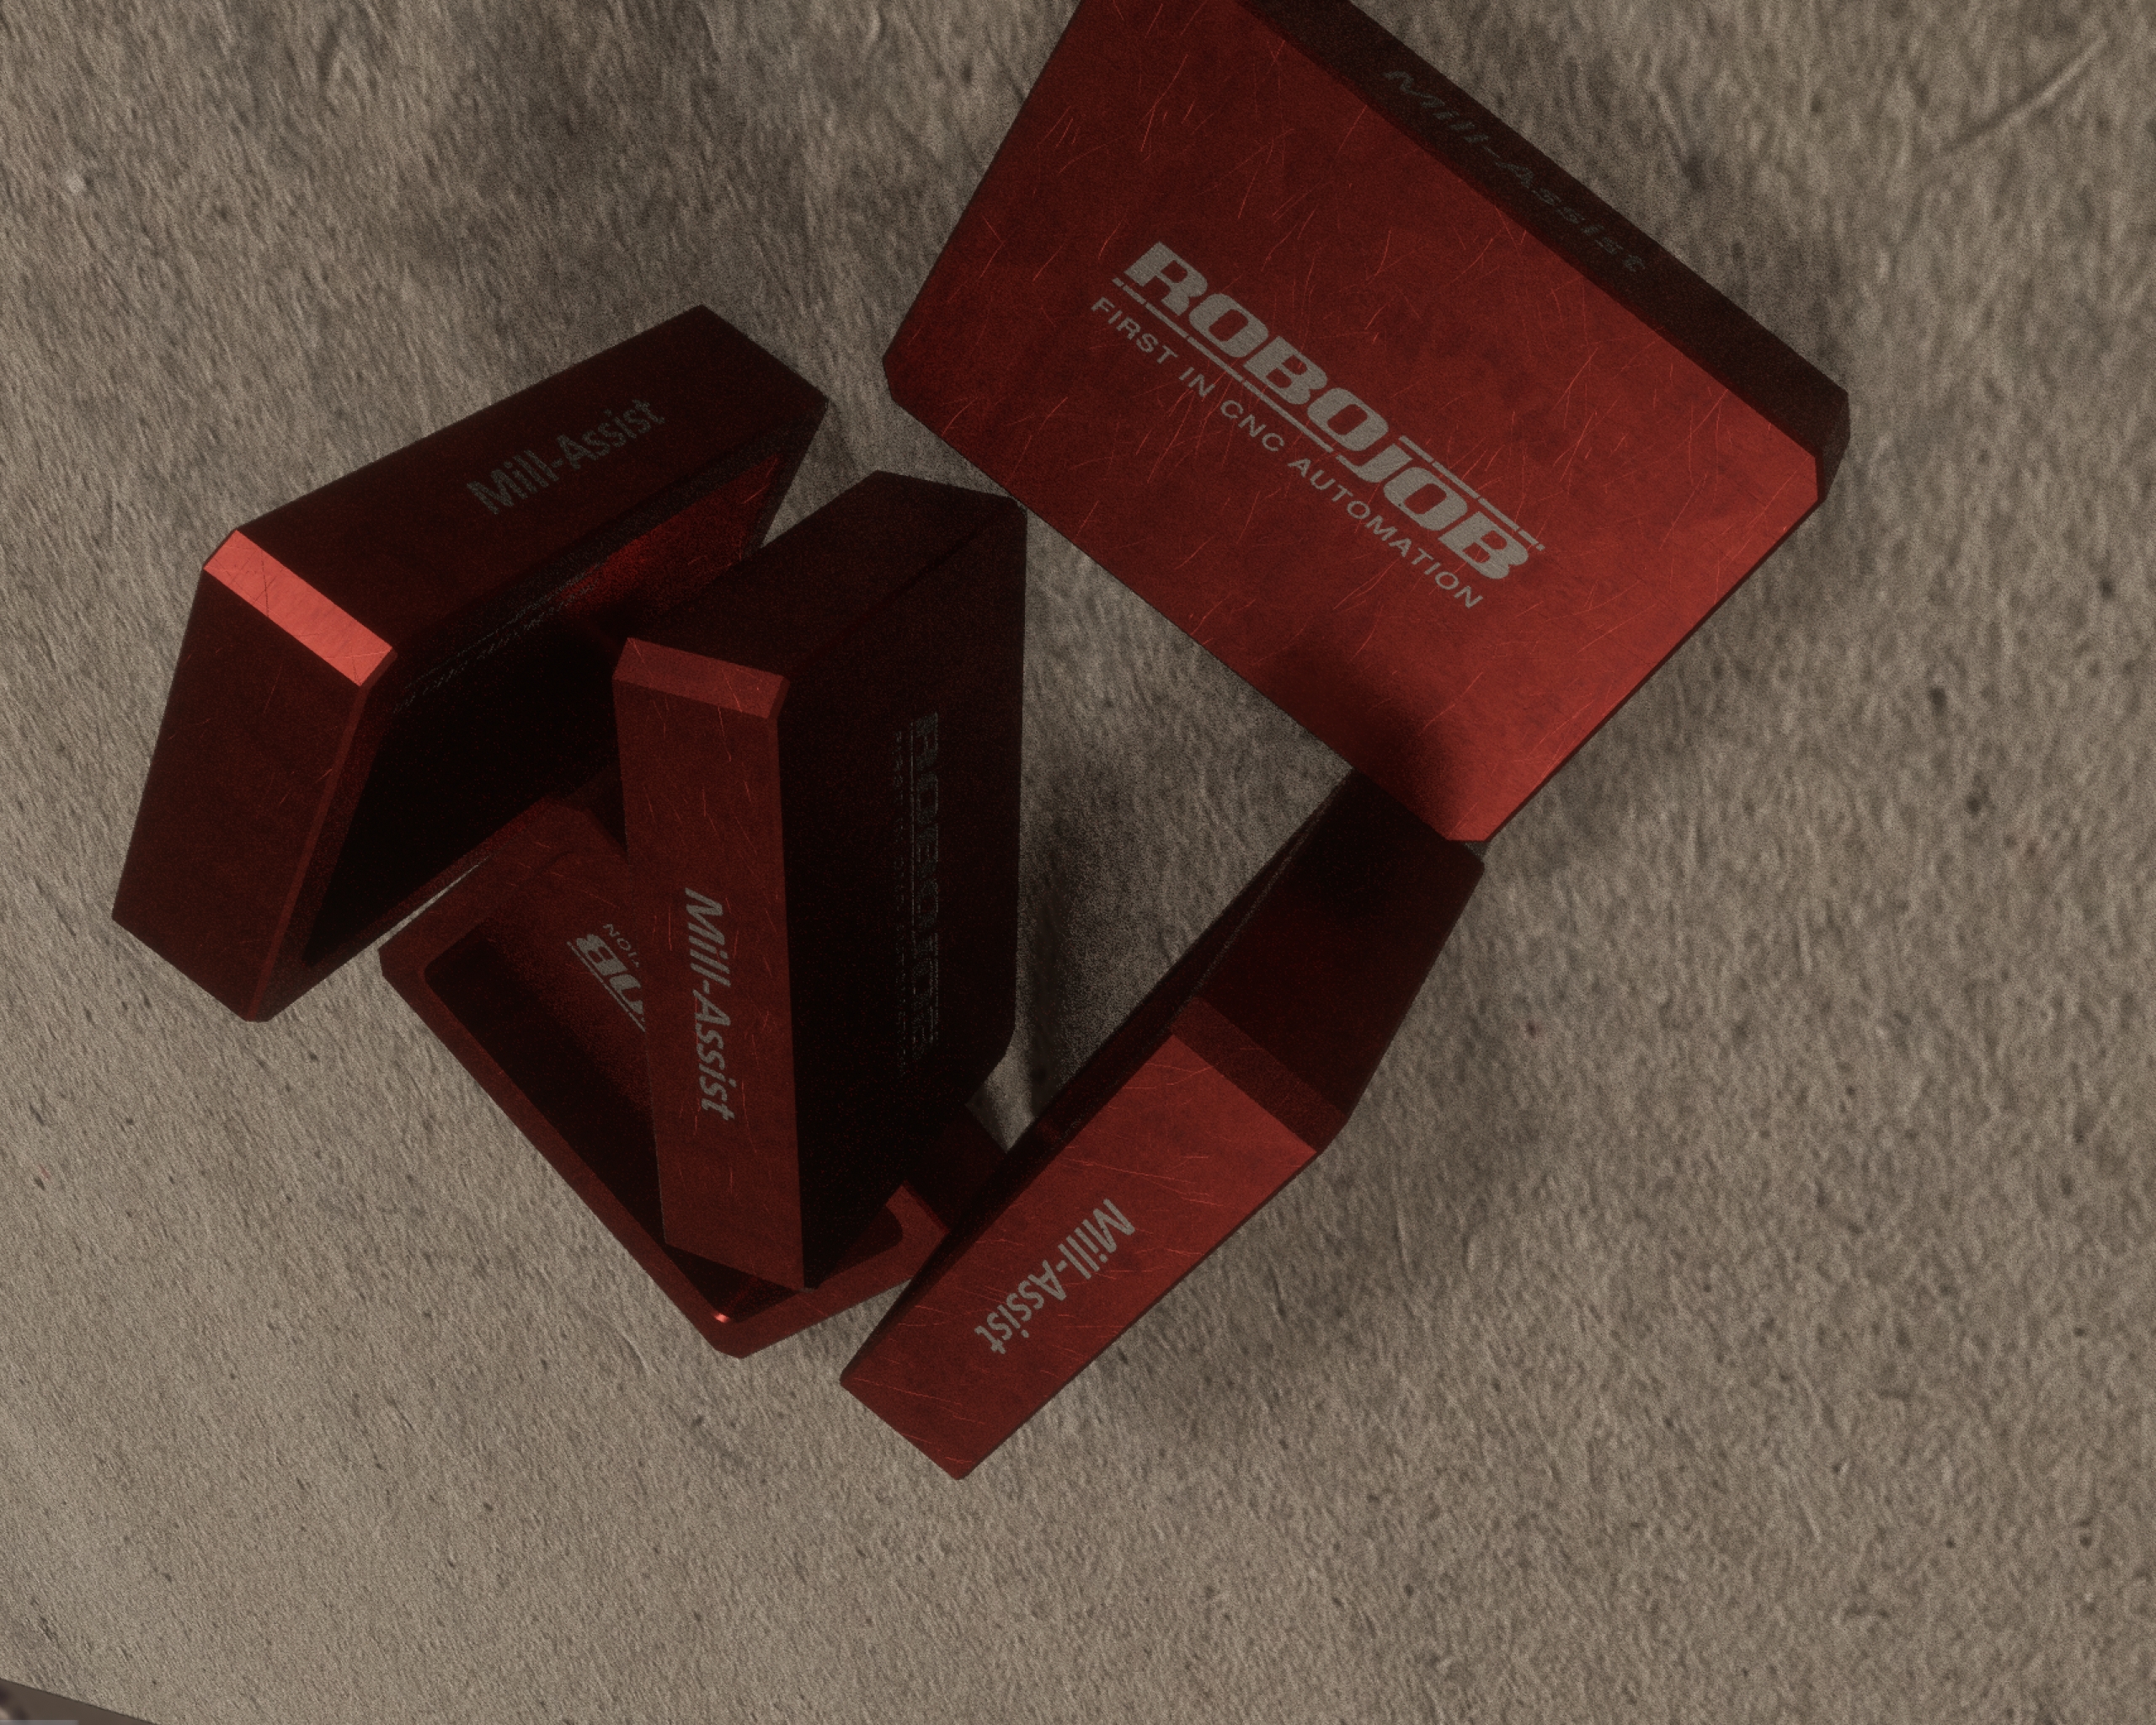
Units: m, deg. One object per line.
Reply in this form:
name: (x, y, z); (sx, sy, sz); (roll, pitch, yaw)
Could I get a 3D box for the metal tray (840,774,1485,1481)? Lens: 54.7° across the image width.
metal tray: (0.014, 0.049, 0.388); (0.030, 0.090, 0.129); (40, 129, 1)

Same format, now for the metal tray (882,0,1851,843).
metal tray: (0.043, -0.075, 0.335); (0.130, 0.030, 0.089); (39, 129, 1)

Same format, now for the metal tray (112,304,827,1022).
metal tray: (-0.103, -0.039, 0.369); (0.030, 0.131, 0.089); (37, 129, 3)

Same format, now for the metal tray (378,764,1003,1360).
metal tray: (-0.089, 0.046, 0.478); (0.090, 0.030, 0.130); (-32, 101, 38)

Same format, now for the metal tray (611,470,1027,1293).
metal tray: (-0.044, 0.003, 0.389); (0.030, 0.090, 0.129); (15, 125, 19)
